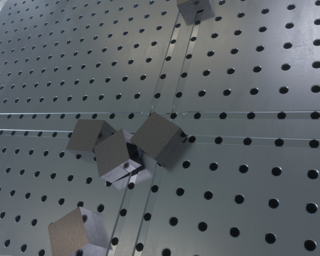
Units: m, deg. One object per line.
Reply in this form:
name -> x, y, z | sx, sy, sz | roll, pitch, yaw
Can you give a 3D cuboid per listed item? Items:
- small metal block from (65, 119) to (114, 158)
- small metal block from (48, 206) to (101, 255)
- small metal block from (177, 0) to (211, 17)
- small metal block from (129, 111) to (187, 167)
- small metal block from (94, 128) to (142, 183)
small metal block -> -0.103, 0.015, 0.454 | 0.050, 0.025, 0.050 | 3, 63, 29
small metal block -> -0.107, 0.134, 0.383 | 0.050, 0.025, 0.050 | -33, 51, 6
small metal block -> 0.056, -0.219, 0.515 | 0.050, 0.025, 0.050 | -12, 57, 21
small metal block -> -0.002, 0.013, 0.402 | 0.050, 0.025, 0.050 | 33, 80, 38
small metal block -> -0.057, 0.037, 0.413 | 0.050, 0.025, 0.050 | -32, 51, 17
